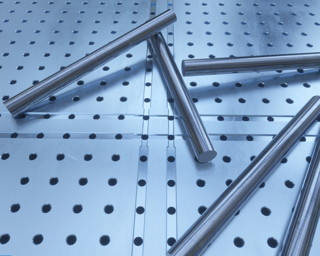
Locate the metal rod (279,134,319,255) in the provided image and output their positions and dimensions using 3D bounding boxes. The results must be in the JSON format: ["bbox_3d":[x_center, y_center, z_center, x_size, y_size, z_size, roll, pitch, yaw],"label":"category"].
[{"bbox_3d":[0.176,0.067,0.352,0.025,0.025,0.301,25,54,19],"label":"metal rod"}]

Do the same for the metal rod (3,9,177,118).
[{"bbox_3d":[-0.094,-0.108,0.478,0.301,0.025,0.025,-36,59,-20],"label":"metal rod"}]

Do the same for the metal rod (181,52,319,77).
[{"bbox_3d":[0.183,-0.102,0.483,0.302,0.025,0.025,-5,50,-9],"label":"metal rod"}]

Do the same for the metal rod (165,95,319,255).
[{"bbox_3d":[0.120,0.047,0.368,0.025,0.025,0.302,37,59,27],"label":"metal rod"}]

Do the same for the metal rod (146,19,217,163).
[{"bbox_3d":[0.020,-0.076,0.471,0.025,0.025,0.300,-11,51,-9],"label":"metal rod"}]
